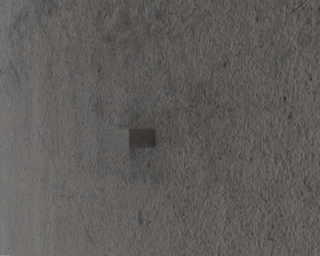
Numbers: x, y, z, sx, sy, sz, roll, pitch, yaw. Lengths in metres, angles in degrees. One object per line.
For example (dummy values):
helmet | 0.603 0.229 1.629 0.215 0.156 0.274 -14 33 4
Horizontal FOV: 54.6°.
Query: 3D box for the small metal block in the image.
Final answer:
small metal block | -0.042 0.014 0.425 0.050 0.050 0.025 0 90 40
